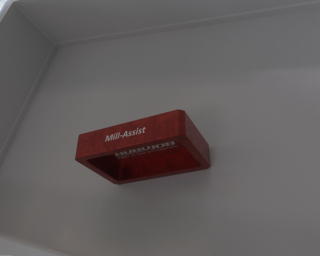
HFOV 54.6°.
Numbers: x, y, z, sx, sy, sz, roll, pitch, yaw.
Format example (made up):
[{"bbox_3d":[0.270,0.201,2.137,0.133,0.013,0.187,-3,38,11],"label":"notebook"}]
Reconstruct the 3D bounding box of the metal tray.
[{"bbox_3d":[-0.018,0.028,0.357,0.130,0.090,0.030,-14,56,21],"label":"metal tray"}]
